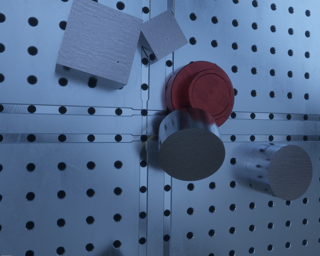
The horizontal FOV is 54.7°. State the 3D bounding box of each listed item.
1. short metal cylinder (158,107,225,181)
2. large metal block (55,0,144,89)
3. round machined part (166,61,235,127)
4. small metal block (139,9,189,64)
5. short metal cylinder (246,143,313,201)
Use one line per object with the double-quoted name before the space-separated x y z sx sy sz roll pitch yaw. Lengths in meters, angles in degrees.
"short metal cylinder" 0.038 0.021 0.393 0.081 0.050 0.079 0 122 0
"large metal block" -0.074 -0.099 0.372 0.081 0.050 0.080 15 85 -20
"round machined part" 0.061 -0.044 0.426 0.099 0.042 0.097 0 90 -20
"small metal block" 0.001 -0.121 0.413 0.050 0.025 0.050 -34 101 -17
"short metal cylinder" 0.178 0.063 0.465 0.081 0.050 0.080 0 90 -20
